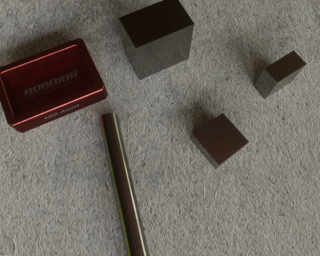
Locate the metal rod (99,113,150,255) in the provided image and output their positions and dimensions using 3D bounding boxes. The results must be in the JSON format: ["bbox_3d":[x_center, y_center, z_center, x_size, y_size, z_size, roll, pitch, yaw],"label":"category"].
[{"bbox_3d":[-0.032,0.122,0.363,0.025,0.025,0.299,-13,71,-5],"label":"metal rod"}]

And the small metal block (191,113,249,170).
[{"bbox_3d":[0.077,0.017,0.403,0.050,0.025,0.050,-36,74,-12],"label":"small metal block"}]

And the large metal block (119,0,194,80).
[{"bbox_3d":[-0.005,-0.120,0.423,0.080,0.080,0.050,-25,72,-9],"label":"large metal block"}]

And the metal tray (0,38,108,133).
[{"bbox_3d":[-0.149,-0.060,0.425,0.131,0.030,0.090,-24,72,-9],"label":"metal tray"}]

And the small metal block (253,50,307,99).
[{"bbox_3d":[0.162,-0.072,0.423,0.050,0.050,0.025,-32,74,-11],"label":"small metal block"}]
